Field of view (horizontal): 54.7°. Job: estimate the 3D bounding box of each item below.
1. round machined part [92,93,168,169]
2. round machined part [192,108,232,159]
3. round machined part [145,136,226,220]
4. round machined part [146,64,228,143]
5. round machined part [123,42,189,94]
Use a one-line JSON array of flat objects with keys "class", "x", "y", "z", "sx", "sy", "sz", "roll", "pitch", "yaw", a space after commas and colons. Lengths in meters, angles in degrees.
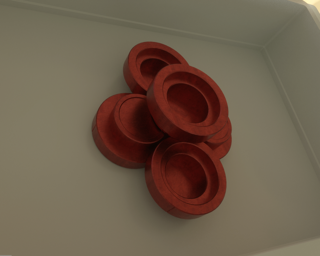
[{"class": "round machined part", "x": -0.030, "y": -0.003, "z": 0.380, "sx": 0.099, "sy": 0.042, "sz": 0.098, "roll": 14, "pitch": 56, "yaw": -21}, {"class": "round machined part", "x": 0.059, "y": 0.000, "z": 0.425, "sx": 0.099, "sy": 0.042, "sz": 0.098, "roll": 14, "pitch": 56, "yaw": -21}, {"class": "round machined part", "x": 0.027, "y": 0.061, "z": 0.371, "sx": 0.099, "sy": 0.042, "sz": 0.098, "roll": 14, "pitch": 56, "yaw": -21}, {"class": "round machined part", "x": 0.029, "y": -0.025, "z": 0.371, "sx": 0.099, "sy": 0.042, "sz": 0.098, "roll": 14, "pitch": 56, "yaw": -21}, {"class": "round machined part", "x": -0.005, "y": -0.069, "z": 0.433, "sx": 0.099, "sy": 0.042, "sz": 0.098, "roll": 14, "pitch": 56, "yaw": -21}]
